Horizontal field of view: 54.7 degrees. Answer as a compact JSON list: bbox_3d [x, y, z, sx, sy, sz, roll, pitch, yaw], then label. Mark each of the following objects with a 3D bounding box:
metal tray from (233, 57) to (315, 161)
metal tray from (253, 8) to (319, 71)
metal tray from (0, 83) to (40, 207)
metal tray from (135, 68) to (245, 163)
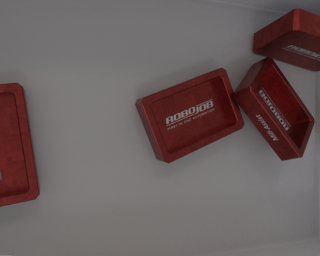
[{"bbox_3d":[0.170,-0.028,0.453,0.130,0.030,0.090,49,52,-13],"label":"metal tray"},{"bbox_3d":[0.216,-0.123,0.453,0.131,0.090,0.030,10,80,-20],"label":"metal tray"},{"bbox_3d":[-0.188,0.020,0.338,0.091,0.030,0.129,-9,93,-20],"label":"metal tray"},{"bbox_3d":[0.043,-0.019,0.423,0.131,0.030,0.090,-23,98,-19],"label":"metal tray"}]
